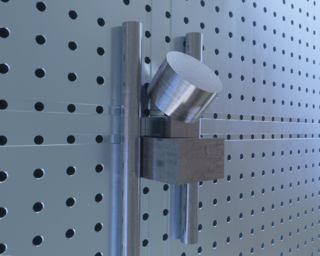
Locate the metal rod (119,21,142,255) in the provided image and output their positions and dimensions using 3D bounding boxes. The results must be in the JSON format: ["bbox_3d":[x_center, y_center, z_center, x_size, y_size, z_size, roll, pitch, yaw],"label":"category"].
[{"bbox_3d":[-0.036,0.022,0.379,0.025,0.025,0.298,1,90,-40],"label":"metal rod"}]

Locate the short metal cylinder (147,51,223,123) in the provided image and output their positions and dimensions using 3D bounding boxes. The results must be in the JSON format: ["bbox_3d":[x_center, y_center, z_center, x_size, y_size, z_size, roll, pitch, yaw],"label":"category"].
[{"bbox_3d":[0.031,-0.052,0.391,0.080,0.050,0.080,23,35,-17],"label":"short metal cylinder"}]

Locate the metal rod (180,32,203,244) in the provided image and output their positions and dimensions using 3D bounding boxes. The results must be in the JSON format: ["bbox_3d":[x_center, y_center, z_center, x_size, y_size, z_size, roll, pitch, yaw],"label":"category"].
[{"bbox_3d":[0.046,0.014,0.447,0.025,0.025,0.298,3,89,-40],"label":"metal rod"}]

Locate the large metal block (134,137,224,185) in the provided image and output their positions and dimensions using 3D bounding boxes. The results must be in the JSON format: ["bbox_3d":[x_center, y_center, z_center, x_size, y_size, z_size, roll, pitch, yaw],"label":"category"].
[{"bbox_3d":[0.023,0.037,0.390,0.081,0.080,0.050,1,90,-40],"label":"large metal block"}]

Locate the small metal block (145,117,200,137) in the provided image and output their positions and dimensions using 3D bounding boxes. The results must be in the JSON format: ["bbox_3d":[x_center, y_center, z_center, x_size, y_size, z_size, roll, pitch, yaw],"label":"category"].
[{"bbox_3d":[0.016,-0.001,0.406,0.050,0.050,0.025,2,89,-41],"label":"small metal block"}]
